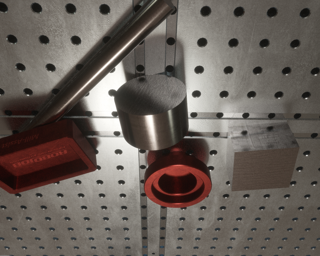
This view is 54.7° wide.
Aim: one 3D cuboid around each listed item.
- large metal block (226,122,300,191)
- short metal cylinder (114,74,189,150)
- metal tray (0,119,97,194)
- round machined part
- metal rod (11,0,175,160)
[{"bbox_3d":[0.138,0.041,0.433,0.080,0.050,0.080,-5,130,3],"label":"large metal block"},{"bbox_3d":[-0.008,-0.020,0.359,0.080,0.080,0.050,-5,130,4],"label":"short metal cylinder"},{"bbox_3d":[-0.162,0.042,0.415,0.131,0.030,0.090,-16,143,2],"label":"metal tray"},{"bbox_3d":[0.026,0.073,0.464,0.099,0.042,0.097,-1,130,0],"label":"round machined part"},{"bbox_3d":[-0.101,-0.046,0.371,0.299,0.025,0.025,-37,122,26],"label":"metal rod"}]
